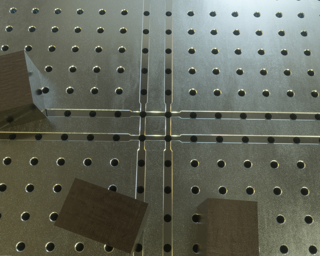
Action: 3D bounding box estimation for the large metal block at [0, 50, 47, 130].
[{"bbox_3d":[-0.206,-0.048,0.413,0.081,0.050,0.080,-16,71,-6],"label":"large metal block"}]

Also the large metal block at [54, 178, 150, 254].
[{"bbox_3d":[-0.058,0.099,0.346,0.080,0.080,0.050,18,71,6],"label":"large metal block"}]

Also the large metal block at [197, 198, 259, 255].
[{"bbox_3d":[0.071,0.123,0.338,0.050,0.080,0.080,4,70,1],"label":"large metal block"}]
